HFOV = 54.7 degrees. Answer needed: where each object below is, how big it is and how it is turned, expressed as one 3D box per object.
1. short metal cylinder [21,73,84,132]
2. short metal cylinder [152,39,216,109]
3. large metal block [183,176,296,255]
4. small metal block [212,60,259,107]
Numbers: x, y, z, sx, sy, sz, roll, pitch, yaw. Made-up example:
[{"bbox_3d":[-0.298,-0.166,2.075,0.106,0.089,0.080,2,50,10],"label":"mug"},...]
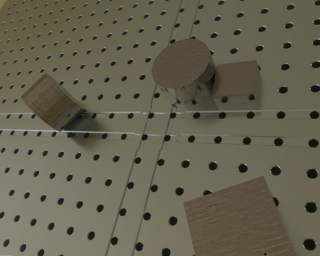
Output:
[{"bbox_3d":[-0.166,-0.040,0.485,0.050,0.080,0.080,-46,51,-3],"label":"short metal cylinder"},{"bbox_3d":[0.036,-0.073,0.418,0.080,0.050,0.080,-13,56,21],"label":"short metal cylinder"},{"bbox_3d":[0.076,0.102,0.290,0.080,0.050,0.080,-22,53,15],"label":"large metal block"},{"bbox_3d":[0.097,-0.056,0.392,0.050,0.025,0.050,-1,61,27],"label":"small metal block"}]
